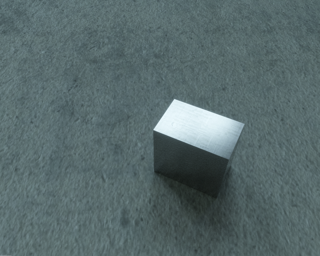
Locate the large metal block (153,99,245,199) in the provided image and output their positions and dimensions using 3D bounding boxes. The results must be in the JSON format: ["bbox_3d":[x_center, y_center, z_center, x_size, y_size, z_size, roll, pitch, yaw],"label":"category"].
[{"bbox_3d":[0.040,0.024,0.348,0.080,0.080,0.050,21,53,16],"label":"large metal block"}]
